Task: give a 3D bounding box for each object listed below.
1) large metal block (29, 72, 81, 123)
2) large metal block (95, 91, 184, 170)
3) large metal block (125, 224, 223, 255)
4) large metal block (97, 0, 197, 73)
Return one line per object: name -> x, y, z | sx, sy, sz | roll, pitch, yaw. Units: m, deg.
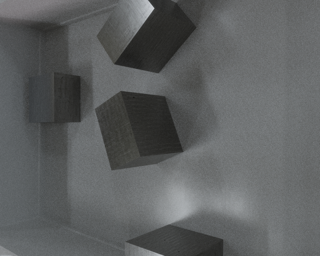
large metal block -> -0.184, -0.049, 0.539 | 0.080, 0.050, 0.079 | -1, 90, 39
large metal block -> -0.025, 0.004, 0.390 | 0.050, 0.081, 0.080 | -28, 73, 36
large metal block -> 0.017, 0.154, 0.355 | 0.080, 0.081, 0.050 | 1, 91, 39
large metal block -> -0.016, -0.119, 0.383 | 0.080, 0.081, 0.050 | -47, 63, 30
